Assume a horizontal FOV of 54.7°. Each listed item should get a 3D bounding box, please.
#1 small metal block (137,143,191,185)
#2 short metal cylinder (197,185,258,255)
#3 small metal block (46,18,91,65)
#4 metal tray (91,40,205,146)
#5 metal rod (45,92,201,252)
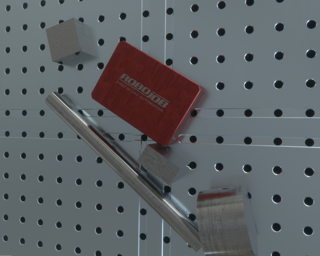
[{"bbox_3d":[0.006,0.044,0.396,0.050,0.050,0.025,35,101,16],"label":"small metal block"},{"bbox_3d":[0.078,0.109,0.355,0.050,0.080,0.080,-13,86,19],"label":"short metal cylinder"},{"bbox_3d":[-0.136,-0.128,0.459,0.050,0.025,0.050,-15,85,19],"label":"small metal block"},{"bbox_3d":[-0.018,-0.047,0.415,0.130,0.030,0.090,34,101,16],"label":"metal tray"},{"bbox_3d":[-0.054,0.051,0.430,0.300,0.025,0.025,42,103,15],"label":"metal rod"}]
